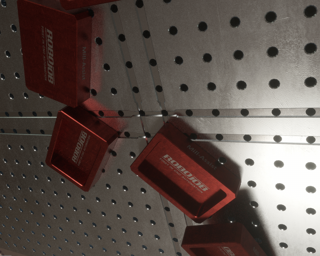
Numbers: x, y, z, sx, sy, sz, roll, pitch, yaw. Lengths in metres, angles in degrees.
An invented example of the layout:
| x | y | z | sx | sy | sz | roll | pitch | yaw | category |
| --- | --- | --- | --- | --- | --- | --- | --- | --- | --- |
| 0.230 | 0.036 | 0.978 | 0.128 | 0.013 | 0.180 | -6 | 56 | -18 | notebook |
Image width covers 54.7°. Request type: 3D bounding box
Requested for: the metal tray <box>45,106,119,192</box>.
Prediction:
| x | y | z | sx | sy | sz | roll | pitch | yaw | category |
| --- | --- | --- | --- | --- | --- | --- | --- | --- | --- |
| -0.128 | 0.034 | 0.494 | 0.090 | 0.030 | 0.129 | 34 | 129 | 5 | metal tray |

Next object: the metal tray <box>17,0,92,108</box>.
| x | y | z | sx | sy | sz | roll | pitch | yaw | category |
| --- | --- | --- | --- | --- | --- | --- | --- | --- | --- |
| -0.140 | -0.100 | 0.418 | 0.090 | 0.030 | 0.129 | 22 | 127 | 14 | metal tray |

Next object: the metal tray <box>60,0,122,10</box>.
| x | y | z | sx | sy | sz | roll | pitch | yaw | category |
| --- | --- | --- | --- | --- | --- | --- | --- | --- | --- |
| -0.080 | -0.199 | 0.325 | 0.090 | 0.030 | 0.129 | 2 | 119 | 27 | metal tray |

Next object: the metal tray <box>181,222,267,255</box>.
| x | y | z | sx | sy | sz | roll | pitch | yaw | category |
| --- | --- | --- | --- | --- | --- | --- | --- | --- | --- |
| 0.102 | 0.188 | 0.449 | 0.090 | 0.030 | 0.130 | -18 | 123 | 34 | metal tray |

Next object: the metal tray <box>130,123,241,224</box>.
| x | y | z | sx | sy | sz | roll | pitch | yaw | category |
| --- | --- | --- | --- | --- | --- | --- | --- | --- | --- |
| 0.033 | 0.065 | 0.429 | 0.130 | 0.030 | 0.089 | 39 | 129 | 1 | metal tray |
